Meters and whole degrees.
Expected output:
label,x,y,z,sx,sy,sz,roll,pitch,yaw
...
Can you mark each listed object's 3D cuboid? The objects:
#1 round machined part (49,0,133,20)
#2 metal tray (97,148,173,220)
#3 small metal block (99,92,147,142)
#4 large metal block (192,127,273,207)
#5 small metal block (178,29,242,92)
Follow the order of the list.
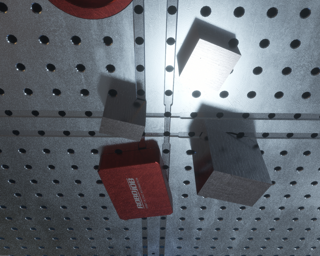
label,x,y,z,sx,sy,sz,roll,pitch,yaw
round machined part,-0.062,-0.151,0.271,0.099,0.042,0.097,-1,130,0
metal tray,-0.034,0.092,0.486,0.090,0.030,0.129,-8,130,6
small metal block,-0.045,-0.014,0.383,0.050,0.050,0.025,13,129,-11
large metal block,0.094,0.052,0.422,0.081,0.080,0.050,14,129,-13
small metal block,0.054,-0.075,0.349,0.050,0.025,0.050,18,128,-15
